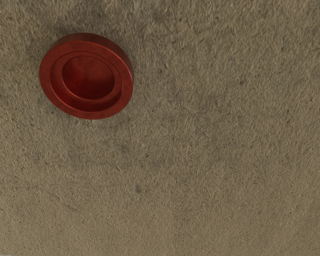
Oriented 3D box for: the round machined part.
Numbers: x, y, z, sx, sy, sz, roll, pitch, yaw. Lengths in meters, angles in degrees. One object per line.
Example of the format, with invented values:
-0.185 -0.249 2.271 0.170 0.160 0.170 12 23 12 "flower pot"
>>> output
-0.078 -0.060 0.344 0.099 0.042 0.097 0 130 0 "round machined part"
